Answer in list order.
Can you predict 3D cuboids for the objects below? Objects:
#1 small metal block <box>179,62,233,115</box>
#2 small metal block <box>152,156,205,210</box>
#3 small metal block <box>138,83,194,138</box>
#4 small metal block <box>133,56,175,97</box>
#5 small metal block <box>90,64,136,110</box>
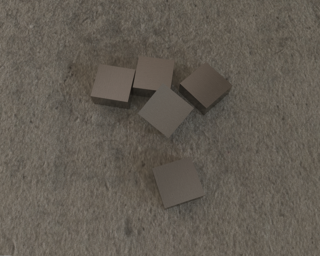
[{"bbox_3d":[0.062,-0.055,0.429,0.050,0.025,0.050,-41,75,-14],"label":"small metal block"},{"bbox_3d":[0.022,0.069,0.383,0.050,0.025,0.050,-17,71,-7],"label":"small metal block"},{"bbox_3d":[0.008,-0.023,0.402,0.050,0.025,0.050,40,96,-1],"label":"small metal block"},{"bbox_3d":[-0.008,-0.070,0.434,0.050,0.025,0.050,8,70,2],"label":"small metal block"},{"bbox_3d":[-0.063,-0.057,0.428,0.050,0.025,0.050,10,70,3],"label":"small metal block"}]
